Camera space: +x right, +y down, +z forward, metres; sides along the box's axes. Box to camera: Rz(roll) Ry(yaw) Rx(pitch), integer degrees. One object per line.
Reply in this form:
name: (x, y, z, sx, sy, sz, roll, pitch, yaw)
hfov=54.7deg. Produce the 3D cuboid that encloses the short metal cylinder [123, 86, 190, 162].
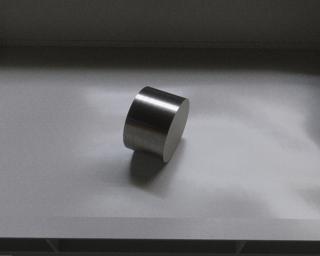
short metal cylinder: (-0.003, -0.005, 0.373, 0.050, 0.080, 0.080, 19, 53, 15)
